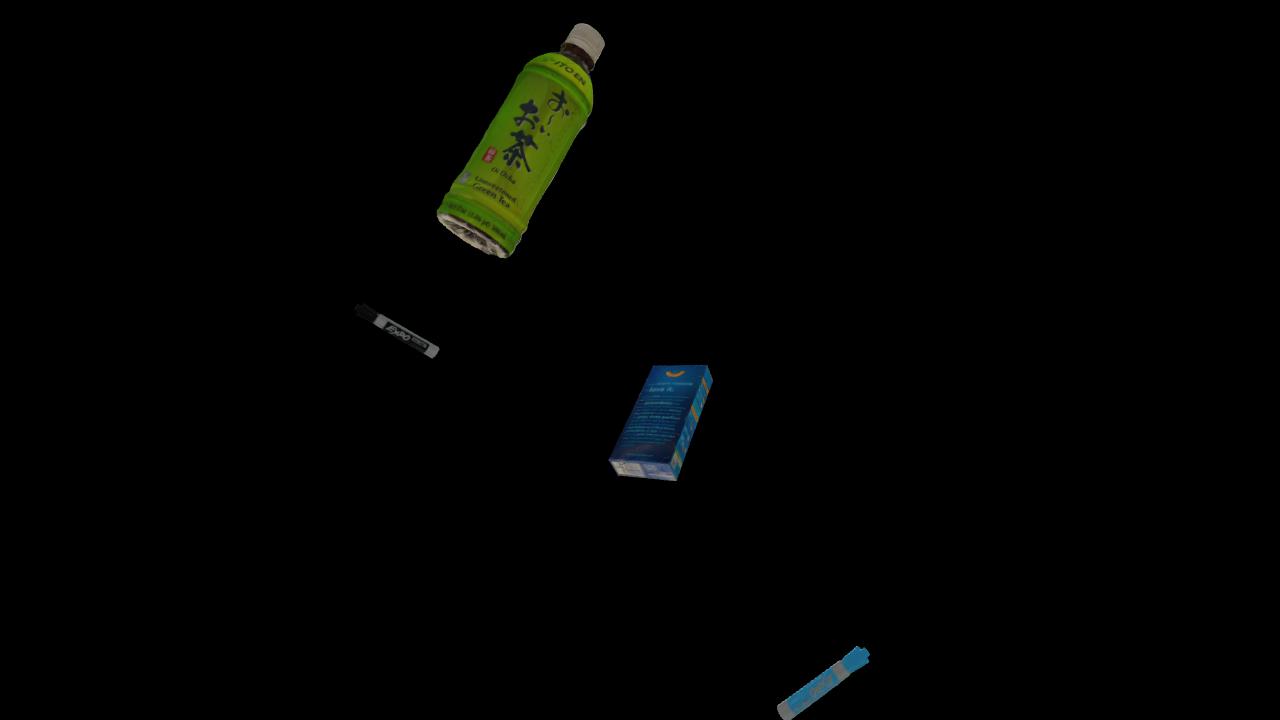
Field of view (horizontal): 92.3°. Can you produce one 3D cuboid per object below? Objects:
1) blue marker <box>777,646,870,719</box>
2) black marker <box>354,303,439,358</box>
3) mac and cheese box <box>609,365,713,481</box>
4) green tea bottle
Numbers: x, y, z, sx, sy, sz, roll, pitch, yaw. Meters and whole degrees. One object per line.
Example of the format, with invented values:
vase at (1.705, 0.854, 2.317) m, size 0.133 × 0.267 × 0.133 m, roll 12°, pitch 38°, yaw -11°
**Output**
blue marker at (0.199, 0.349, 0.665) m, size 0.121 × 0.020 × 0.020 m, roll -45°, pitch -14°, yaw 14°
black marker at (-0.332, -0.040, 0.842) m, size 0.121 × 0.020 × 0.020 m, roll 36°, pitch -20°, yaw -30°
mac and cheese box at (0.033, 0.082, 0.860) m, size 0.093 × 0.041 × 0.184 m, roll -2°, pitch 41°, yaw 29°
green tea bottle at (-0.092, -0.192, 0.527) m, size 0.073 × 0.212 × 0.073 m, roll 27°, pitch -10°, yaw 5°
